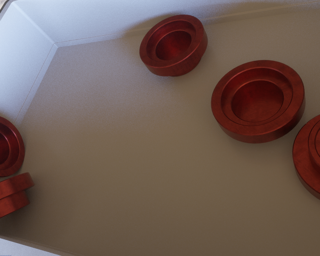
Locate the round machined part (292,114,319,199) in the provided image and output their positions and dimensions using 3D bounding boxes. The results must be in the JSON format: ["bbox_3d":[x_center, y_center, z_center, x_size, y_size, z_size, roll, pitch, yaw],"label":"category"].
[{"bbox_3d":[0.176,0.022,0.288,0.098,0.042,0.098,-13,56,21],"label":"round machined part"}]

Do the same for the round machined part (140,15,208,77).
[{"bbox_3d":[0.023,-0.115,0.453,0.098,0.042,0.098,-13,56,21],"label":"round machined part"}]

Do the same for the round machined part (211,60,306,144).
[{"bbox_3d":[0.112,-0.026,0.352,0.098,0.042,0.098,-13,56,21],"label":"round machined part"}]

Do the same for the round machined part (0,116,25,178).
[{"bbox_3d":[-0.263,0.032,0.477,0.042,0.098,0.098,-17,55,19],"label":"round machined part"}]

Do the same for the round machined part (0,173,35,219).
[{"bbox_3d":[-0.220,0.101,0.425,0.098,0.098,0.042,-26,88,12],"label":"round machined part"}]
